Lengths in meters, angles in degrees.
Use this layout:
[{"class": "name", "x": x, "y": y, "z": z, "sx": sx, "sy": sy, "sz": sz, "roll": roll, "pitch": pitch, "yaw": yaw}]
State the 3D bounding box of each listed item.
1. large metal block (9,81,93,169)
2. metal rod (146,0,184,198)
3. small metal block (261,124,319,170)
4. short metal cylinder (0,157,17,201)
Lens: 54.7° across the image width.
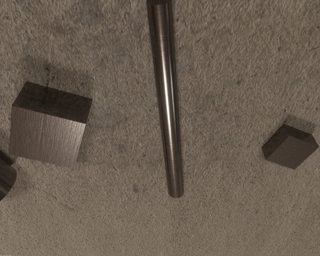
[{"class": "large metal block", "x": -0.136, "y": -0.002, "z": 0.387, "sx": 0.081, "sy": 0.050, "sz": 0.079, "roll": 15, "pitch": 129, "yaw": -13}, {"class": "metal rod", "x": 0.012, "y": -0.011, "z": 0.397, "sx": 0.025, "sy": 0.025, "sz": 0.298, "roll": -4, "pitch": 130, "yaw": 3}, {"class": "small metal block", "x": 0.181, "y": 0.027, "z": 0.433, "sx": 0.050, "sy": 0.025, "sz": 0.050, "roll": 19, "pitch": 128, "yaw": -16}, {"class": "short metal cylinder", "x": -0.250, "y": 0.072, "z": 0.429, "sx": 0.080, "sy": 0.080, "sz": 0.050, "roll": -20, "pitch": 128, "yaw": 16}]
